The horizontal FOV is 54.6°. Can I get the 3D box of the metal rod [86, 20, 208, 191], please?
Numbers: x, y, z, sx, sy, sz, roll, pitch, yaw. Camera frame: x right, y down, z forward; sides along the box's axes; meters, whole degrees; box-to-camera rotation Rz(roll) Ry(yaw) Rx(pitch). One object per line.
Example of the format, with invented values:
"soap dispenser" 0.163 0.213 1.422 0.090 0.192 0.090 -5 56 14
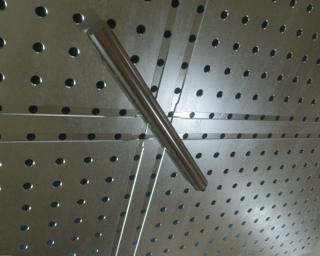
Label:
"metal rod" 0.001 -0.005 0.408 0.025 0.025 0.300 -37 129 -4
